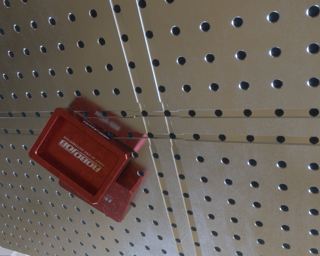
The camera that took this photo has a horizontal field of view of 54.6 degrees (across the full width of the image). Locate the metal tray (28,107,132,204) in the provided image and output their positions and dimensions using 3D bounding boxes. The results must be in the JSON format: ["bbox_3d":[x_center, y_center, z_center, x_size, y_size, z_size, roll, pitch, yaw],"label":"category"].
[{"bbox_3d":[-0.120,0.040,0.467,0.130,0.030,0.090,34,97,6],"label":"metal tray"}]

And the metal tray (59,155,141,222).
[{"bbox_3d":[-0.104,0.092,0.521,0.130,0.030,0.089,29,128,9],"label":"metal tray"}]
